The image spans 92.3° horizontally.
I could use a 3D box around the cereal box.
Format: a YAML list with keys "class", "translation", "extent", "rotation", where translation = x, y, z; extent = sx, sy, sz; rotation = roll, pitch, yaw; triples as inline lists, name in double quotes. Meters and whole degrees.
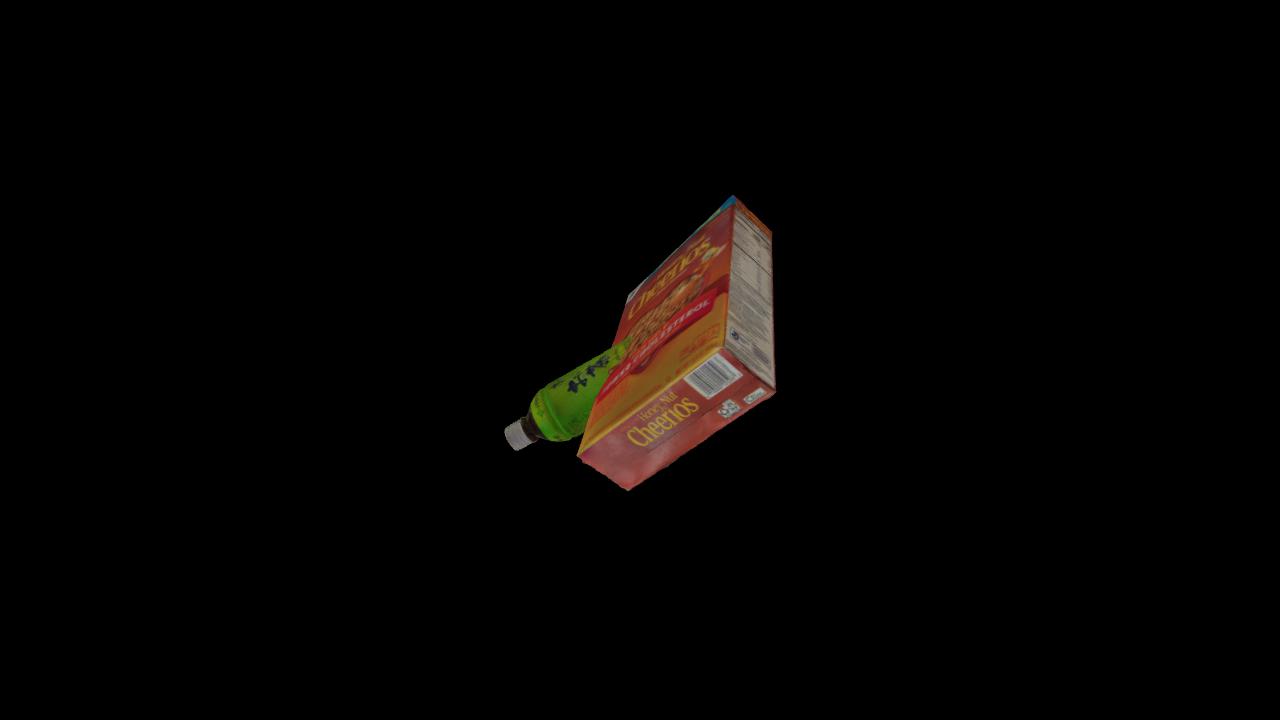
- class: "cereal box"
  translation: [0.048, -0.031, 0.670]
  extent: [0.081, 0.306, 0.203]
  rotation: [38, -54, -19]

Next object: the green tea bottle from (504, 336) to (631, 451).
- class: "green tea bottle"
  translation: [-0.057, 0.040, 0.694]
  extent: [0.212, 0.073, 0.073]
  rotation: [-31, -4, 6]
